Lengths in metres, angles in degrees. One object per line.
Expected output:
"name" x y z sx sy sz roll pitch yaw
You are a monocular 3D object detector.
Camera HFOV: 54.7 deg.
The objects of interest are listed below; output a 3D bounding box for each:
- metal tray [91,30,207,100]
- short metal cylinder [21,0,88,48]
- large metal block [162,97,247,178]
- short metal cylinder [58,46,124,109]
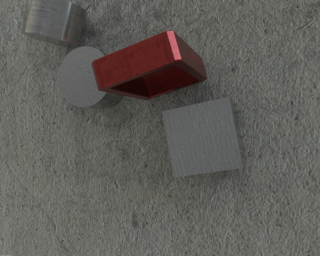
"metal tray" -0.004 -0.064 0.355 0.090 0.130 0.030 -17 85 19
"short metal cylinder" -0.146 -0.146 0.431 0.080 0.080 0.050 14 95 19
"large metal block" 0.055 0.012 0.376 0.080 0.050 0.080 -12 86 19
"short metal cylinder" -0.091 -0.067 0.428 0.080 0.050 0.080 0 90 20
